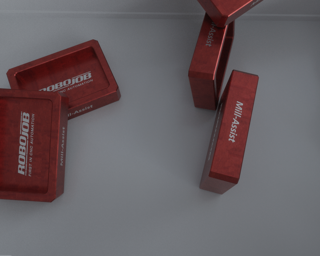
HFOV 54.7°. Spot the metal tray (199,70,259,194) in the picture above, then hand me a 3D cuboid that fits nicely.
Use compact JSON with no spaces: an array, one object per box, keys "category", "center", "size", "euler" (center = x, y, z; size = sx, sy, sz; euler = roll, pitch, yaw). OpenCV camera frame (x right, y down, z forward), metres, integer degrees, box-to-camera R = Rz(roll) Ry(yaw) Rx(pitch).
[{"category":"metal tray","center":[0.081,0.008,0.372],"size":[0.030,0.090,0.130],"euler":[15,71,5]}]

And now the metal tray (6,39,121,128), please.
[{"category":"metal tray","center":[-0.131,-0.059,0.427],"size":[0.131,0.030,0.090],"euler":[-23,72,-8]}]

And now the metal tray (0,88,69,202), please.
[{"category":"metal tray","center":[-0.163,0.020,0.374],"size":[0.091,0.030,0.129],"euler":[4,91,1]}]

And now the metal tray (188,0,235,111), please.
[{"category":"metal tray","center":[0.072,-0.100,0.409],"size":[0.030,0.090,0.130],"euler":[11,70,16]}]

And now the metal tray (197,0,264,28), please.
[{"category":"metal tray","center":[0.098,-0.190,0.358],"size":[0.130,0.030,0.090],"euler":[-35,85,-3]}]
